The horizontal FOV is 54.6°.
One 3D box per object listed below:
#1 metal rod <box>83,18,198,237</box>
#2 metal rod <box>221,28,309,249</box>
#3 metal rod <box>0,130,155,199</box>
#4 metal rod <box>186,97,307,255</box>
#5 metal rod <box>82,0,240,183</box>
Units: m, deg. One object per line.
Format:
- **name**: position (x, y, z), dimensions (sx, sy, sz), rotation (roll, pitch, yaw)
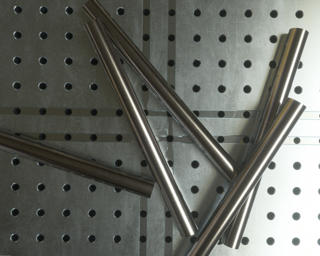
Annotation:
- **metal rod**: position (-0.023, 0.003, 0.402), dimensions (0.025, 0.025, 0.299), rotation (-25, 94, 0)
- **metal rod**: position (0.140, 0.014, 0.414), dimensions (0.025, 0.025, 0.299), rotation (18, 90, 0)
- **metal rod**: position (-0.153, 0.035, 0.412), dimensions (0.301, 0.025, 0.025), rotation (18, 90, 0)
- **metal rod**: position (0.091, 0.097, 0.395), dimensions (0.025, 0.025, 0.299), rotation (31, 97, 0)
- **metal rod**: position (0.004, -0.049, 0.413), dimensions (0.025, 0.025, 0.300), rotation (-40, 90, 0)
